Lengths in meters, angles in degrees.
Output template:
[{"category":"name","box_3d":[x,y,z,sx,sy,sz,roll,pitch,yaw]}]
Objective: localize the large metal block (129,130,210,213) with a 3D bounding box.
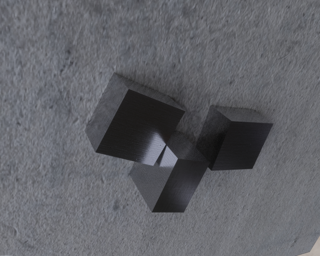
[{"category":"large metal block","box_3d":[0.009,0.054,0.411,0.050,0.080,0.079,11,113,-33]}]

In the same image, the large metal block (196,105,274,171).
[{"category":"large metal block","box_3d":[0.108,0.015,0.461,0.081,0.050,0.079,2,117,-30]}]

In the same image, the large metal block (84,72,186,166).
[{"category":"large metal block","box_3d":[-0.031,-0.008,0.370,0.081,0.050,0.080,19,108,-36]}]
